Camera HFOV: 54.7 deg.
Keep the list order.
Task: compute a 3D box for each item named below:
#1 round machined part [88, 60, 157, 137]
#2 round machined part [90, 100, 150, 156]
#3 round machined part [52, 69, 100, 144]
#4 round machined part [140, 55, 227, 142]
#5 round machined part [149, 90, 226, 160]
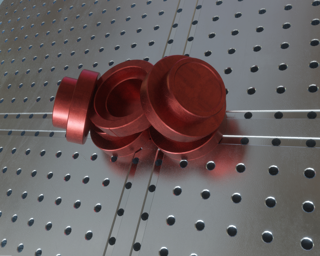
[{"bbox_3d":[-0.036,-0.032,0.379,0.098,0.042,0.098,-13,56,20],"label":"round machined part"},{"bbox_3d":[-0.057,-0.013,0.433,0.098,0.042,0.098,-13,56,20],"label":"round machined part"},{"bbox_3d":[-0.110,-0.030,0.406,0.042,0.098,0.098,13,62,-8],"label":"round machined part"},{"bbox_3d":[0.032,-0.037,0.337,0.042,0.099,0.098,-37,35,59],"label":"round machined part"},{"bbox_3d":[0.030,-0.013,0.388,0.098,0.042,0.098,-13,56,20],"label":"round machined part"}]
